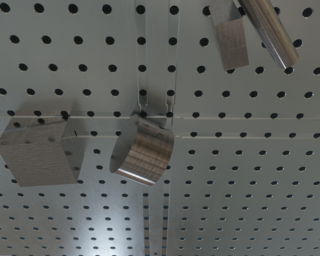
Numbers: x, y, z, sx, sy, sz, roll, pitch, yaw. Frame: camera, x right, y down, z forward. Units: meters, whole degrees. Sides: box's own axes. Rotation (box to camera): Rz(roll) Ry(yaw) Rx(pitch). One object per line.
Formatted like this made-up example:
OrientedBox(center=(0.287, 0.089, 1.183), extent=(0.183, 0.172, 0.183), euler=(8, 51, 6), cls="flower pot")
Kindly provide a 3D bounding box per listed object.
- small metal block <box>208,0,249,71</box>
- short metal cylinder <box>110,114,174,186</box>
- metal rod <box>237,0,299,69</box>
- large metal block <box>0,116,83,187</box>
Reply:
OrientedBox(center=(0.070, -0.094, 0.315), extent=(0.025, 0.050, 0.050), euler=(-14, 129, 11), cls="small metal block")
OrientedBox(center=(-0.024, 0.029, 0.400), extent=(0.050, 0.080, 0.080), euler=(25, 126, -20), cls="short metal cylinder")
OrientedBox(center=(0.051, -0.165, 0.270), extent=(0.025, 0.025, 0.300), euler=(-31, 124, 23), cls="metal rod")
OrientedBox(center=(-0.158, 0.033, 0.422), extent=(0.080, 0.050, 0.080), euler=(-4, 130, 3), cls="large metal block")
